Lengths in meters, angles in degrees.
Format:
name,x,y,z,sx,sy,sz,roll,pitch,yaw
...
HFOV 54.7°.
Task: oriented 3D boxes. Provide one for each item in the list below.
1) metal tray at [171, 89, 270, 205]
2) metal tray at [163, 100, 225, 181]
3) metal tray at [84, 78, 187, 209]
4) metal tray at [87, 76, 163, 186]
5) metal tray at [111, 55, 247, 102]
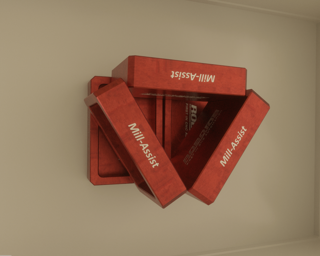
name,x,y,z,sx,sy,sz,roll,pitch,yaw
metal tray,0.061,0.018,0.364,0.030,0.090,0.130,37,79,-16
metal tray,0.043,0.005,0.422,0.091,0.030,0.129,1,89,-20
metal tray,-0.030,0.016,0.331,0.030,0.090,0.130,-33,101,-16
metal tray,-0.044,0.003,0.391,0.091,0.030,0.129,0,89,-20
metal tray,0.018,-0.051,0.348,0.131,0.090,0.030,2,90,-20
